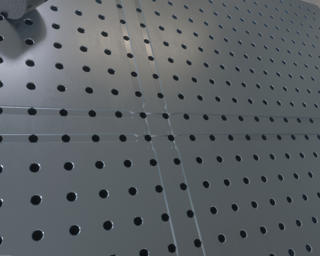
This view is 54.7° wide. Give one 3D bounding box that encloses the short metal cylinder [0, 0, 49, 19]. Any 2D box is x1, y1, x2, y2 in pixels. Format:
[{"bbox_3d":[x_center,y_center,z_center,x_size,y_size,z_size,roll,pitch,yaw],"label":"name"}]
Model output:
[{"bbox_3d":[-0.184,-0.185,0.387,0.080,0.080,0.050,36,51,-5],"label":"short metal cylinder"}]
